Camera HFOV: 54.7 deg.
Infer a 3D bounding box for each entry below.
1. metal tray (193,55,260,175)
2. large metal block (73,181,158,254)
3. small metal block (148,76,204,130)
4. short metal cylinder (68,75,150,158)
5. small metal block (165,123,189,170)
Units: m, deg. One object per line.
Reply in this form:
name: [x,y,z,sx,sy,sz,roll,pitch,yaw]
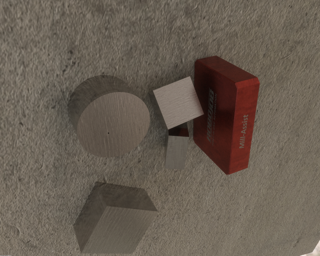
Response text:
metal tray: [0.079,-0.016,0.397,0.030,0.090,0.129,-16,125,-19]
large metal block: [-0.063,0.128,0.435,0.081,0.050,0.080,17,109,-35]
small metal block: [0.020,-0.031,0.385,0.050,0.025,0.050,-23,98,-14]
short metal cylinder: [-0.058,-0.014,0.350,0.081,0.050,0.079,-14,124,-21]
small metal block: [0.021,0.019,0.410,0.025,0.050,0.050,4,120,-3]
